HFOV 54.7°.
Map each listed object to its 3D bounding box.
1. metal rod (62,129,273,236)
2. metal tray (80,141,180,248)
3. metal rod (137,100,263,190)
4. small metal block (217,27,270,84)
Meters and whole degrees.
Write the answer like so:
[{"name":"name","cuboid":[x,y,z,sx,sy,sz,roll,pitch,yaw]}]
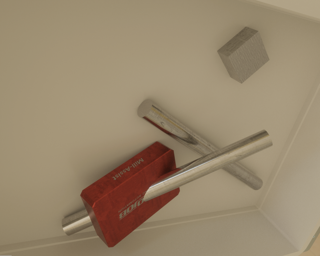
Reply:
[{"name":"metal rod","cuboid":[0.009,0.075,0.423,0.301,0.025,0.025,-24,129,0]},{"name":"metal tray","cuboid":[-0.033,0.088,0.420,0.131,0.030,0.089,-33,131,-29]},{"name":"metal rod","cuboid":[0.080,0.039,0.478,0.301,0.025,0.025,33,100,-39]},{"name":"small metal block","cuboid":[0.112,-0.096,0.412,0.050,0.025,0.050,-41,130,-1]}]
